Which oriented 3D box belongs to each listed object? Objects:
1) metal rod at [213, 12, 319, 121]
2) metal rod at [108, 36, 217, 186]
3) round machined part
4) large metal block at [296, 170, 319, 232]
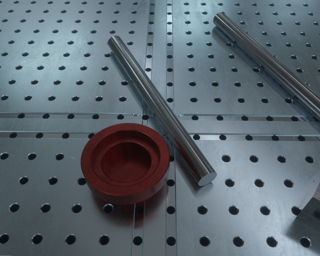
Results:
[{"bbox_3d":[0.176,-0.102,0.493,0.025,0.025,0.300,-20,53,-16],"label":"metal rod"},{"bbox_3d":[-0.011,-0.044,0.444,0.025,0.025,0.300,-21,53,-17],"label":"metal rod"},{"bbox_3d":[-0.038,0.044,0.359,0.099,0.042,0.098,0,50,0],"label":"round machined part"},{"bbox_3d":[0.206,0.077,0.328,0.080,0.050,0.080,30,56,23],"label":"large metal block"}]
